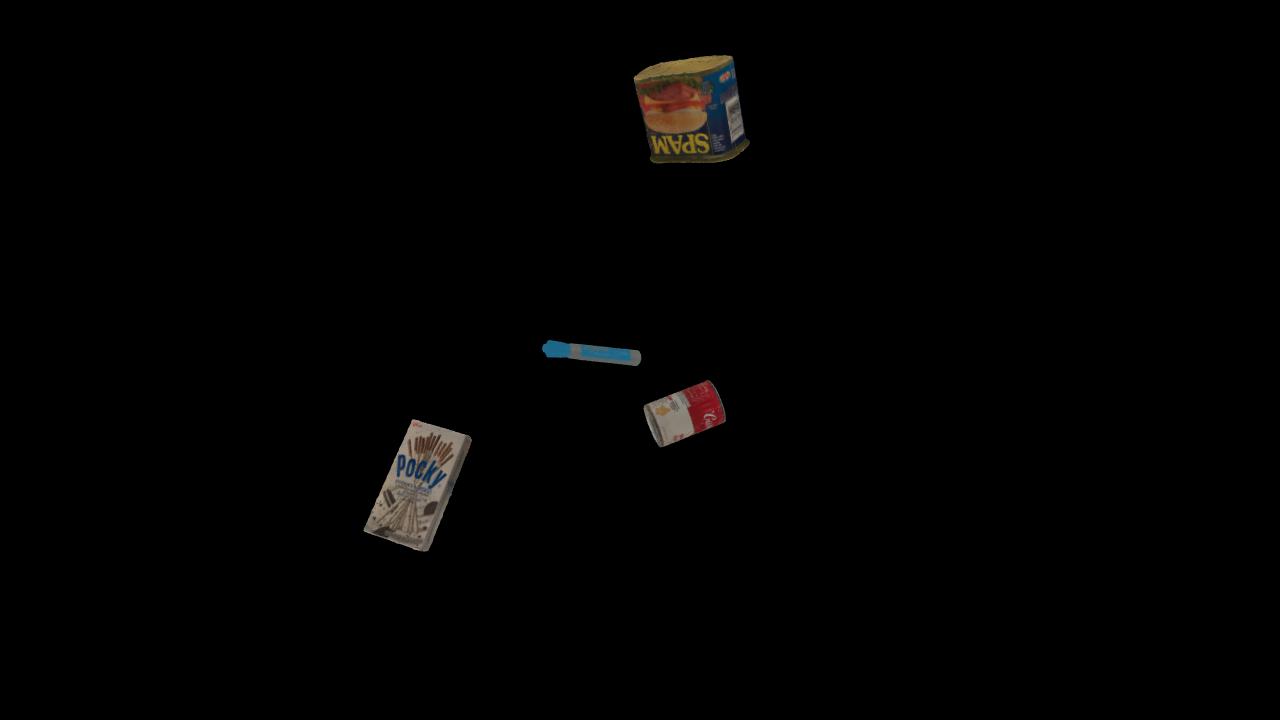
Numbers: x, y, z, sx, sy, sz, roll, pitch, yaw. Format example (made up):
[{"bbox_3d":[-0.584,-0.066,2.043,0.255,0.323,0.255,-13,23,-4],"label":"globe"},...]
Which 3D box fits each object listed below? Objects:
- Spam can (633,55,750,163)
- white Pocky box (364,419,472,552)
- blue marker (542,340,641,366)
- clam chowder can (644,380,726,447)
[{"bbox_3d":[0.050,-0.245,0.605,0.101,0.085,0.058,13,44,35],"label":"Spam can"},{"bbox_3d":[-0.286,0.161,0.800,0.084,0.154,0.028,15,-18,10],"label":"white Pocky box"},{"bbox_3d":[-0.053,-0.007,0.691,0.121,0.020,0.020,6,-4,-34],"label":"blue marker"},{"bbox_3d":[0.064,0.078,0.888,0.102,0.068,0.068,-20,3,-8],"label":"clam chowder can"}]
